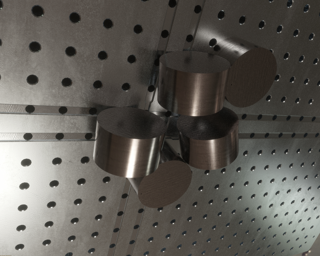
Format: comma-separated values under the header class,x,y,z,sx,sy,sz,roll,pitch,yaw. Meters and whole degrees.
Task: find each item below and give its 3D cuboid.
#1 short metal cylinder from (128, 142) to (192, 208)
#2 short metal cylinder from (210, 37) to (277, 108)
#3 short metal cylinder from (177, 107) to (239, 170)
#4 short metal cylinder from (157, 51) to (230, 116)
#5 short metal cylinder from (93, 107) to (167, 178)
class,x,y,z,sx,sy,sz,roll,pitch,yaw
short metal cylinder,-0.003,0.065,0.435,0.081,0.050,0.079,-14,125,-21
short metal cylinder,0.105,-0.074,0.409,0.081,0.050,0.079,-14,125,-21
short metal cylinder,0.066,0.011,0.420,0.081,0.080,0.050,-22,127,-16
short metal cylinder,0.038,-0.055,0.364,0.081,0.080,0.050,-11,123,-23
short metal cylinder,-0.036,0.014,0.366,0.081,0.080,0.050,-3,120,-27
